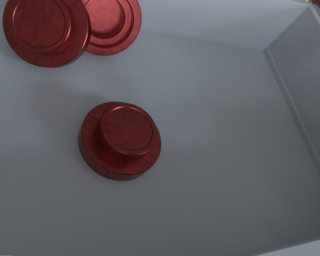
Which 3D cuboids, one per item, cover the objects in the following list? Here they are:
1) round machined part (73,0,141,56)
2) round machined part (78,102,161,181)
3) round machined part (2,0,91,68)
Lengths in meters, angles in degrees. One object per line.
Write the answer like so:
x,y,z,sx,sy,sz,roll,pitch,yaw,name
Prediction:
-0.078,-0.152,0.418,0.099,0.097,0.042,9,28,-24,round machined part
-0.043,0.009,0.366,0.099,0.042,0.098,14,56,-21,round machined part
-0.134,-0.120,0.360,0.099,0.042,0.097,0,100,-2,round machined part
